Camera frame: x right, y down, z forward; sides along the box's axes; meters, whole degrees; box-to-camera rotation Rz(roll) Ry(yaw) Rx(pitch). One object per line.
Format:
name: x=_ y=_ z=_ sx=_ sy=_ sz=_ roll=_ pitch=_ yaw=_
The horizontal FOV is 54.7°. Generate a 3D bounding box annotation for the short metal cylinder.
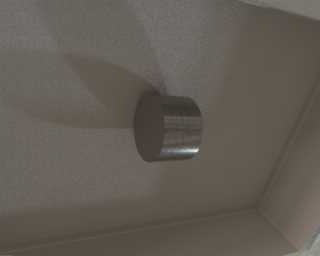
short metal cylinder: x=0.008 y=0.001 z=0.376 sx=0.050 sy=0.080 sz=0.079 roll=0 pitch=118 yaw=-29
